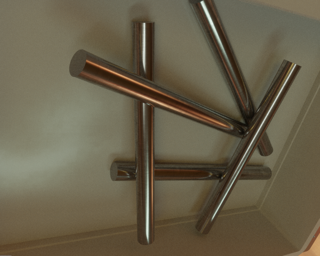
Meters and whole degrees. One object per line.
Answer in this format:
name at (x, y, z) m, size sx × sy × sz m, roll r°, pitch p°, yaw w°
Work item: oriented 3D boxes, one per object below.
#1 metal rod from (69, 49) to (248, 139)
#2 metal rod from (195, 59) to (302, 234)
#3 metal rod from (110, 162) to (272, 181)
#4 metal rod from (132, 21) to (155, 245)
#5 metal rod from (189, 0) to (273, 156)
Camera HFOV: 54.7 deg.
metal rod at (0.029, -0.026, 0.376) m, size 0.302 × 0.025 × 0.025 m, roll 17°, pitch 110°, yaw -46°
metal rod at (0.125, 0.041, 0.470) m, size 0.025 × 0.025 × 0.298 m, roll 9°, pitch 114°, yaw -33°
metal rod at (0.067, 0.071, 0.491) m, size 0.302 × 0.025 × 0.025 m, roll 6°, pitch 116°, yaw -31°
metal rod at (-0.019, 0.024, 0.389) m, size 0.025 × 0.025 × 0.298 m, roll -10°, pitch 115°, yaw -23°
metal rod at (0.114, -0.053, 0.439) m, size 0.025 × 0.025 × 0.300 m, roll -39°, pitch 130°, yaw -2°
